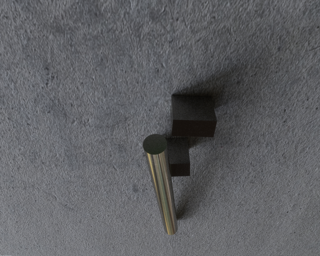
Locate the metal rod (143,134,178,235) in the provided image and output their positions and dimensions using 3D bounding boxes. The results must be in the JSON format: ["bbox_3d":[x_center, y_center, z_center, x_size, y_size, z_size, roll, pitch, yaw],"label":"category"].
[{"bbox_3d":[0.008,0.099,0.441,0.025,0.025,0.299,-4,146,3],"label":"metal rod"}]

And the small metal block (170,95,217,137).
[{"bbox_3d":[0.039,-0.015,0.378,0.050,0.050,0.025,2,130,-2],"label":"small metal block"}]

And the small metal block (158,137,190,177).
[{"bbox_3d":[0.014,0.040,0.425,0.050,0.050,0.025,-3,130,1],"label":"small metal block"}]
